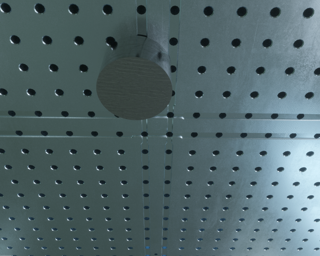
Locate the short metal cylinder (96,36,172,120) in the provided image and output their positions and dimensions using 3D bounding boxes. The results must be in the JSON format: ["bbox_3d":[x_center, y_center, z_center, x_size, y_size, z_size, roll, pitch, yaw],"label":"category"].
[{"bbox_3d":[-0.027,-0.055,0.348,0.080,0.050,0.080,0,130,0],"label":"short metal cylinder"}]
